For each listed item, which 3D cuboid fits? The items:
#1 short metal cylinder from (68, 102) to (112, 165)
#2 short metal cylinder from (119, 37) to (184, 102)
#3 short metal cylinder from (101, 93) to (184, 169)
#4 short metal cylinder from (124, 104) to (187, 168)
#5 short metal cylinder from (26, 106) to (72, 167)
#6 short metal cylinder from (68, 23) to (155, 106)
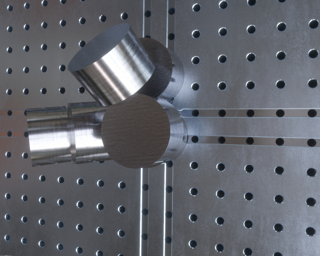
[{"bbox_3d":[-0.091,0.005,0.408,0.050,0.080,0.080,-6,88,-22],"label":"short metal cylinder"},{"bbox_3d":[-0.014,-0.071,0.404,0.080,0.050,0.079,0,90,20],"label":"short metal cylinder"},{"bbox_3d":[-0.019,0.003,0.351,0.080,0.050,0.080,0,90,20],"label":"short metal cylinder"},{"bbox_3d":[-0.010,0.009,0.402,0.080,0.050,0.080,0,90,20],"label":"short metal cylinder"},{"bbox_3d":[-0.155,0.011,0.431,0.050,0.080,0.080,-6,87,-22],"label":"short metal cylinder"},{"bbox_3d":[-0.053,-0.070,0.341,0.080,0.080,0.050,-25,125,18],"label":"short metal cylinder"}]
